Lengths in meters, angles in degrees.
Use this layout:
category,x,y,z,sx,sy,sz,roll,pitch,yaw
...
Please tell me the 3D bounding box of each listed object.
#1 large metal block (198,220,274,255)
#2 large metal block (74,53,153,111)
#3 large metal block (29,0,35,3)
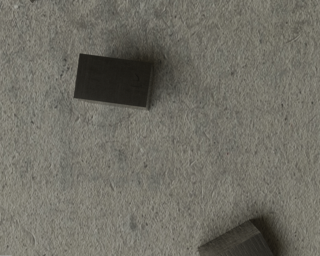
category,x,y,z,sx,sy,sz,roll,pitch,yaw
large metal block,0.106,0.180,0.398,0.080,0.050,0.080,-29,90,0
large metal block,-0.052,-0.053,0.382,0.080,0.080,0.050,8,90,0
large metal block,-0.174,-0.226,0.396,0.080,0.050,0.080,44,90,0
